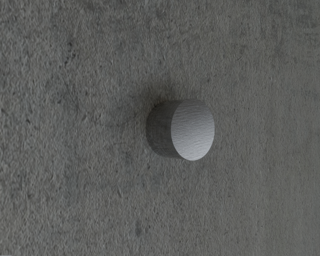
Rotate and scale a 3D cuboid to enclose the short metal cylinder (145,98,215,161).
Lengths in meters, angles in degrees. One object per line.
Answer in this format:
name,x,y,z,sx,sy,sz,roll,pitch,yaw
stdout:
short metal cylinder,0.028,0.002,0.415,0.081,0.050,0.079,0,90,-40
